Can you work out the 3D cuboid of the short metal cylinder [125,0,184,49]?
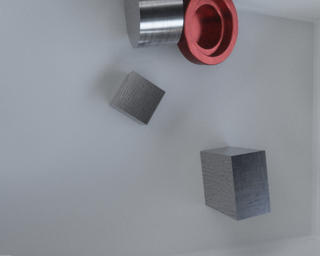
[{"bbox_3d":[-0.010,-0.139,0.376,0.050,0.080,0.079,-9,93,-16],"label":"short metal cylinder"}]

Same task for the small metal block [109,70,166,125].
[{"bbox_3d":[-0.029,-0.038,0.401,0.050,0.025,0.050,32,79,-18],"label":"small metal block"}]

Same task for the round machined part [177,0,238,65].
[{"bbox_3d":[0.056,-0.134,0.413,0.099,0.042,0.097,-9,105,-36],"label":"round machined part"}]

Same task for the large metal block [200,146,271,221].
[{"bbox_3d":[0.099,0.070,0.420,0.050,0.080,0.079,-7,93,-20],"label":"large metal block"}]
